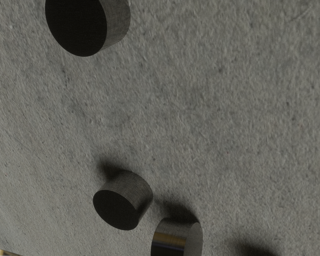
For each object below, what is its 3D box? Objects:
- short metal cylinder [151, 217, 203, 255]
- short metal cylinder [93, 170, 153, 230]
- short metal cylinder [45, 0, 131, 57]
[{"bbox_3d":[0.027,0.179,0.466,0.050,0.080,0.079,2,119,27],"label":"short metal cylinder"},{"bbox_3d":[-0.058,0.114,0.490,0.080,0.050,0.079,13,124,20],"label":"short metal cylinder"},{"bbox_3d":[-0.081,-0.128,0.353,0.080,0.050,0.079,13,124,20],"label":"short metal cylinder"}]
